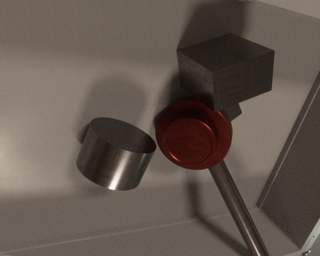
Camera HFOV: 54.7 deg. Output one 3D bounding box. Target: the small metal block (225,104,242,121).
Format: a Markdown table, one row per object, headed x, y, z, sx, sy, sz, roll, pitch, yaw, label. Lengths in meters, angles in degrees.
| x | y | z | sx | sy | sz | roll | pitch | yaw | label |
| --- | --- | --- | --- | --- | --- | --- | --- | --- | --- |
| 0.083 | -0.029 | 0.438 | 0.050 | 0.025 | 0.050 | -36 | 130 | -4 | small metal block |

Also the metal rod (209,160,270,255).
| x | y | z | sx | sy | sz | roll | pitch | yaw | label |
| --- | --- | --- | --- | --- | --- | --- | --- | --- | --- |
| 0.105 | 0.101 | 0.452 | 0.025 | 0.025 | 0.299 | -30 | 104 | -10 | metal rod |

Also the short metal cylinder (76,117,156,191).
| x | y | z | sx | sy | sz | roll | pitch | yaw | label |
| --- | --- | --- | --- | --- | --- | --- | --- | --- | --- |
| -0.051 | 0.029 | 0.364 | 0.081 | 0.080 | 0.050 | 12 | 112 | -34 | short metal cylinder |

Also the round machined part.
| x | y | z | sx | sy | sz | roll | pitch | yaw | label |
| --- | --- | --- | --- | --- | --- | --- | --- | --- | --- |
| 0.041 | 0.012 | 0.394 | 0.098 | 0.042 | 0.097 | 6 | 114 | 15 | round machined part |

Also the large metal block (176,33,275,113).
| x | y | z | sx | sy | sz | roll | pitch | yaw | label |
| --- | --- | --- | --- | --- | --- | --- | --- | --- | --- |
| 0.076 | -0.070 | 0.373 | 0.081 | 0.080 | 0.050 | -21 | 127 | -16 | large metal block |
